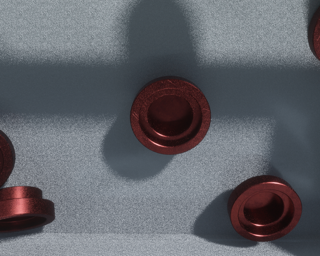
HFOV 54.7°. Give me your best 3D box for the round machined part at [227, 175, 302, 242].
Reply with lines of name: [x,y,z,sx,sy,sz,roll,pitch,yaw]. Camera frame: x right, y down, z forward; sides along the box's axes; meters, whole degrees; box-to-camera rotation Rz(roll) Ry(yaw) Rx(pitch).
round machined part: [0.145,0.110,0.444,0.099,0.042,0.097,0,110,0]

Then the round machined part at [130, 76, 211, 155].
round machined part: [0.013,-0.019,0.395,0.099,0.042,0.097,0,110,0]

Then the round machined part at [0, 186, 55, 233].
round machined part: [-0.197,0.110,0.423,0.099,0.042,0.098,-11,154,-5]

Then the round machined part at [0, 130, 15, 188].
round machined part: [-0.242,0.039,0.404,0.099,0.042,0.097,-3,99,-16]

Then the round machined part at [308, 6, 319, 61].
round machined part: [0.228,-0.110,0.355,0.099,0.042,0.097,3,118,6]
